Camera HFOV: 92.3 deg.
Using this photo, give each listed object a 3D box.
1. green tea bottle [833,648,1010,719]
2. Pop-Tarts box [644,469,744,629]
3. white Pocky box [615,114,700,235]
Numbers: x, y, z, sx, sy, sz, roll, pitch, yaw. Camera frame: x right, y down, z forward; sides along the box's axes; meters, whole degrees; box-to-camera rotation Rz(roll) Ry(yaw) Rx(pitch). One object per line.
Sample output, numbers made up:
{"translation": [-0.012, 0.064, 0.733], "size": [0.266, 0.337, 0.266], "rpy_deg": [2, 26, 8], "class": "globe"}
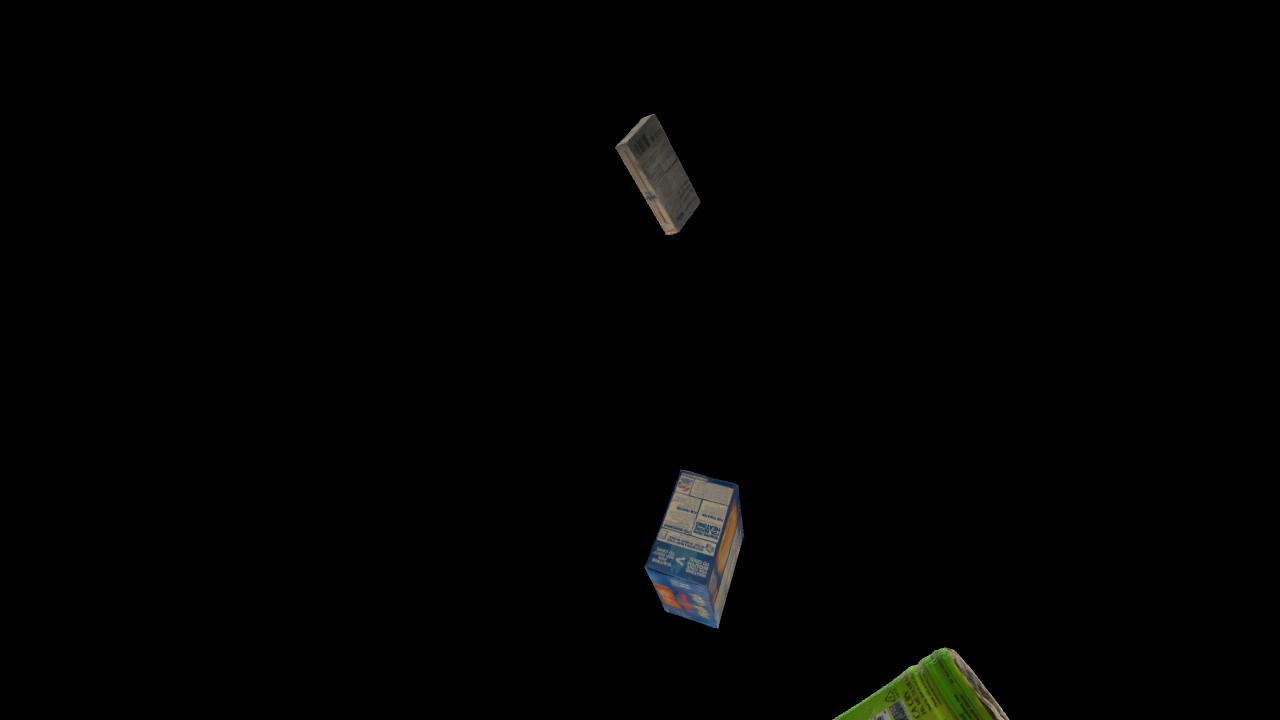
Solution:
{"translation": [0.135, 0.272, 0.400], "size": [0.212, 0.073, 0.073], "rpy_deg": [-37, -8, 10], "class": "green tea bottle"}
{"translation": [0.079, 0.254, 0.821], "size": [0.083, 0.141, 0.167], "rpy_deg": [10, -36, 21], "class": "Pop-Tarts box"}
{"translation": [0.030, -0.271, 0.904], "size": [0.028, 0.154, 0.084], "rpy_deg": [-2, 43, 43], "class": "white Pocky box"}
